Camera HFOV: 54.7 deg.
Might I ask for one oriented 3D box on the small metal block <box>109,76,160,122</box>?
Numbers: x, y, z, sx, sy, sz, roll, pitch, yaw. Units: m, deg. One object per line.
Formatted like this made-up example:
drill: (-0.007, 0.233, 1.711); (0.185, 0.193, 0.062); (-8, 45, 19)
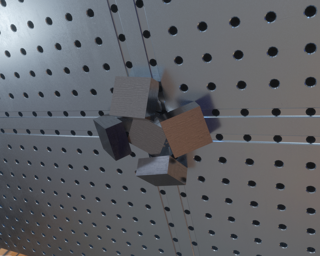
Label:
small metal block: (-0.032, -0.037, 0.388); (0.050, 0.025, 0.050); (6, 85, 25)

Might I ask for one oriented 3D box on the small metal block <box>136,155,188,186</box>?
small metal block: (0.003, 0.061, 0.430); (0.050, 0.025, 0.050); (-9, 150, 32)

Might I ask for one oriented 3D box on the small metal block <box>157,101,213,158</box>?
small metal block: (0.031, 0.002, 0.380); (0.050, 0.025, 0.050); (-23, 110, -1)

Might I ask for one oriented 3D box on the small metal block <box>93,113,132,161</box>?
small metal block: (-0.067, 0.012, 0.437); (0.050, 0.025, 0.050); (29, 138, 56)

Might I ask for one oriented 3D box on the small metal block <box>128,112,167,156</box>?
small metal block: (-0.012, 0.006, 0.419); (0.050, 0.025, 0.050); (28, 128, 10)
